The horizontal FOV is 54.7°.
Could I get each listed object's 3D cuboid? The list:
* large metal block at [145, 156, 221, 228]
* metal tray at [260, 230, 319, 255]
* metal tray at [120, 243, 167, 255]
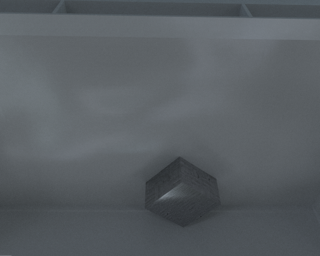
[{"bbox_3d":[0.034,0.101,0.480,0.080,0.050,0.080,33,122,-26],"label":"large metal block"},{"bbox_3d":[0.253,0.232,0.576,0.130,0.030,0.090,-29,166,22],"label":"metal tray"},{"bbox_3d":[-0.034,0.289,0.654,0.091,0.030,0.129,1,130,-2],"label":"metal tray"}]
